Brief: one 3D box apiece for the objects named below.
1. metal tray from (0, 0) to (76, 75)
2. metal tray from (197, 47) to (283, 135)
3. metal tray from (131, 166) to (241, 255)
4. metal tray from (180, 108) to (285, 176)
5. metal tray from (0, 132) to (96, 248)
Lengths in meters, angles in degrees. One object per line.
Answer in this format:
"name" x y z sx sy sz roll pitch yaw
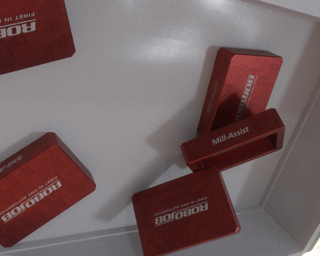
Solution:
"metal tray" -0.145 -0.087 0.254 0.131 0.030 0.090 -20 145 -17
"metal tray" 0.111 -0.044 0.439 0.091 0.030 0.129 -3 120 -27
"metal tray" 0.033 0.116 0.426 0.130 0.090 0.030 -22 154 12
"metal tray" 0.102 0.026 0.430 0.130 0.030 0.090 -22 153 9
"metal tray" -0.155 0.075 0.367 0.130 0.030 0.090 -34 129 -6
